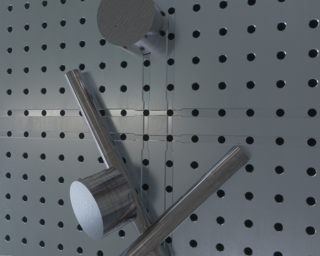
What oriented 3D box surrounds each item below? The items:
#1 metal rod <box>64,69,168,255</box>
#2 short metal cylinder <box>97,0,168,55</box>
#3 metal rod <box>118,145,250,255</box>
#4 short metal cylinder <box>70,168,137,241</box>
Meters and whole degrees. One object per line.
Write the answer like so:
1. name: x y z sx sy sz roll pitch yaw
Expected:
1. metal rod: -0.063 0.052 0.434 0.025 0.025 0.299 -30 81 17
2. short metal cylinder: -0.036 -0.142 0.412 0.080 0.050 0.079 0 90 20
3. metal rod: -0.006 0.134 0.390 0.300 0.025 0.025 -45 76 5
4. short metal cylinder: -0.075 0.098 0.407 0.080 0.050 0.079 22 121 43
